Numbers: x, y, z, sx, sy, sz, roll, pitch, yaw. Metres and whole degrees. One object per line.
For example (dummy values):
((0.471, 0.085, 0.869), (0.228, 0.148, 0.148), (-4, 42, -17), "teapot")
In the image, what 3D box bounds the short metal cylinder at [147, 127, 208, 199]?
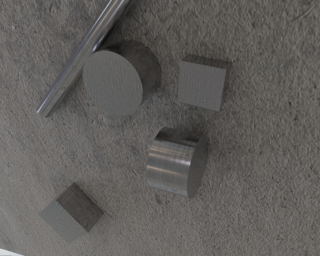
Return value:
((0.024, 0.042, 0.385), (0.050, 0.080, 0.079), (12, 123, 22), "short metal cylinder")

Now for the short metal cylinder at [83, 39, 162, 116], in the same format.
((-0.045, -0.062, 0.376), (0.080, 0.050, 0.079), (13, 124, 21), "short metal cylinder")

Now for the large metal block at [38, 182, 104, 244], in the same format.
((-0.166, 0.160, 0.577), (0.080, 0.050, 0.080), (48, 129, -6), "large metal block")

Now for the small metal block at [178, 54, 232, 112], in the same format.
((0.050, -0.051, 0.349), (0.050, 0.025, 0.050), (16, 125, 19), "small metal block")

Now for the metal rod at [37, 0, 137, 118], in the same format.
((-0.091, -0.101, 0.392), (0.025, 0.025, 0.299), (47, 129, -5), "metal rod")
